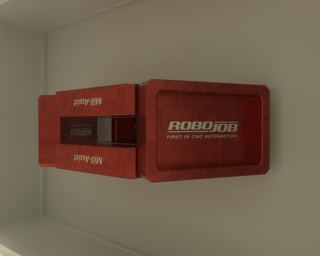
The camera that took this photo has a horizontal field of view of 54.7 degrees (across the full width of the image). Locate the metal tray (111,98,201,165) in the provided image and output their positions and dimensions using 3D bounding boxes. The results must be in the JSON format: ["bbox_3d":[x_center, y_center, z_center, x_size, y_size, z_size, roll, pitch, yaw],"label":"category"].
[{"bbox_3d":[-0.009,0.003,0.410,0.130,0.030,0.089,0,90,39],"label":"metal tray"}]

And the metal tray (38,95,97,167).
[{"bbox_3d":[-0.126,0.003,0.443,0.030,0.130,0.089,0,91,8],"label":"metal tray"}]

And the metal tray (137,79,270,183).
[{"bbox_3d":[0.044,0.002,0.301,0.030,0.131,0.089,-179,88,-69],"label":"metal tray"}]

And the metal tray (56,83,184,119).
[{"bbox_3d":[-0.048,-0.027,0.362,0.130,0.091,0.030,1,90,40],"label":"metal tray"}]

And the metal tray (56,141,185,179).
[{"bbox_3d":[-0.048,0.033,0.363,0.130,0.091,0.030,0,90,39],"label":"metal tray"}]
